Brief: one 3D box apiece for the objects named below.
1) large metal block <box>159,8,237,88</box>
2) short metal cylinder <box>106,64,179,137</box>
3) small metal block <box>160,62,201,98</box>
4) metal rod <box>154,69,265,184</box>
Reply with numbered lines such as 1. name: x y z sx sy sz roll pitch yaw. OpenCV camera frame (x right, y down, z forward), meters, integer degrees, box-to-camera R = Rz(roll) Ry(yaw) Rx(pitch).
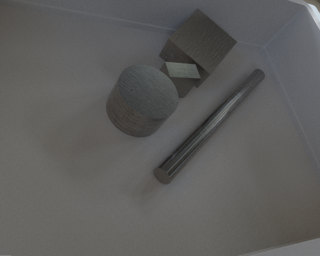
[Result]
1. large metal block: 0.059 -0.124 0.487 0.080 0.050 0.080 40 66 -2
2. short metal cylinder: -0.023 -0.035 0.400 0.081 0.050 0.080 14 56 -21
3. small metal block: 0.022 -0.068 0.444 0.050 0.050 0.025 -2 63 -30
4. metal rod: 0.091 -0.019 0.467 0.025 0.025 0.302 46 51 3
